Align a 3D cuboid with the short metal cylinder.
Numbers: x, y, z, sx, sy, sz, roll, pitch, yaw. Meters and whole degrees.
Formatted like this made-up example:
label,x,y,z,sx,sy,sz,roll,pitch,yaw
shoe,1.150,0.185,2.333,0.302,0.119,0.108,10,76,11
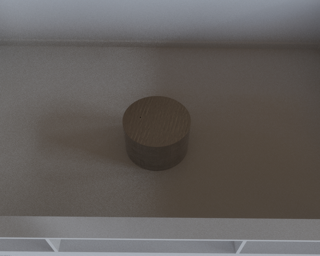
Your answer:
label,x,y,z,sx,sy,sz,roll,pitch,yaw
short metal cylinder,-0.004,0.006,0.384,0.081,0.050,0.080,0,50,0
